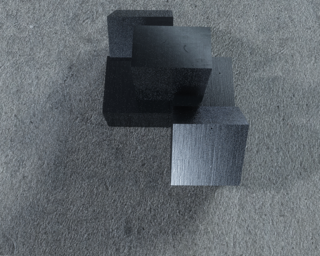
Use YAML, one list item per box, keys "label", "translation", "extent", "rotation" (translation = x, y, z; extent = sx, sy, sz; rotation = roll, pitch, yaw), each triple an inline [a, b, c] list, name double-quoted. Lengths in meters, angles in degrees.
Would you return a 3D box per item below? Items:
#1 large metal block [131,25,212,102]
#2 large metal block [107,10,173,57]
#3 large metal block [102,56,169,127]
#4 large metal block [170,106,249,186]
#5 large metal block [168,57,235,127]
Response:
- label: "large metal block"
  translation: [0.012, -0.070, 0.353]
  extent: [0.081, 0.080, 0.050]
  rotation: [1, 70, 0]
- label: "large metal block"
  translation: [-0.024, -0.130, 0.421]
  extent: [0.081, 0.050, 0.080]
  rotation: [0, 26, 0]
- label: "large metal block"
  translation: [-0.029, -0.047, 0.411]
  extent: [0.081, 0.050, 0.080]
  rotation: [1, 70, 0]
- label: "large metal block"
  translation: [0.054, 0.021, 0.367]
  extent: [0.081, 0.079, 0.050]
  rotation: [1, 26, -1]
- label: "large metal block"
  translation: [0.052, -0.047, 0.412]
  extent: [0.081, 0.050, 0.080]
  rotation: [1, 70, 0]
